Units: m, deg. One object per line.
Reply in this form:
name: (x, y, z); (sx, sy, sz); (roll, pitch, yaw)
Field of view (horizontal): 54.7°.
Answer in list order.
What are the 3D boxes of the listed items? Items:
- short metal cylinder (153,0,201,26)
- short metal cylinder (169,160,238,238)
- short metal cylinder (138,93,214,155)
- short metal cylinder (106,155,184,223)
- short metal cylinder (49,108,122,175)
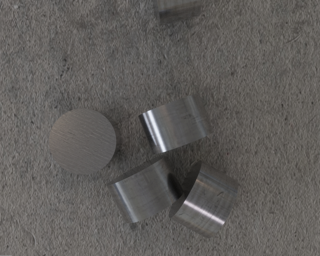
short metal cylinder: (0.015, -0.173, 0.382); (0.050, 0.080, 0.080); (-14, 90, 0)
short metal cylinder: (0.053, 0.087, 0.383); (0.050, 0.080, 0.080); (30, 90, 0)
short metal cylinder: (0.019, -0.005, 0.382); (0.080, 0.080, 0.050); (-21, 90, 0)
short metal cylinder: (-0.018, 0.074, 0.382); (0.080, 0.080, 0.050); (-27, 90, 0)
short metal cylinder: (-0.093, 0.016, 0.397); (0.081, 0.050, 0.080); (0, 90, 0)
